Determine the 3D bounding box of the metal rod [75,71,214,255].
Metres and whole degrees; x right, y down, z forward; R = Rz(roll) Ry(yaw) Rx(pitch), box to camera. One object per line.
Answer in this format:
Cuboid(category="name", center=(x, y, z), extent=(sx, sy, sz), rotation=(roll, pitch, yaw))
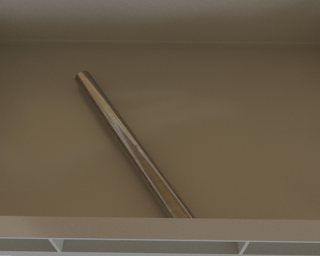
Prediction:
Cuboid(category="metal rod", center=(-0.037, 0.022, 0.386), extent=(0.025, 0.025, 0.300), rotation=(-26, 55, -20))
